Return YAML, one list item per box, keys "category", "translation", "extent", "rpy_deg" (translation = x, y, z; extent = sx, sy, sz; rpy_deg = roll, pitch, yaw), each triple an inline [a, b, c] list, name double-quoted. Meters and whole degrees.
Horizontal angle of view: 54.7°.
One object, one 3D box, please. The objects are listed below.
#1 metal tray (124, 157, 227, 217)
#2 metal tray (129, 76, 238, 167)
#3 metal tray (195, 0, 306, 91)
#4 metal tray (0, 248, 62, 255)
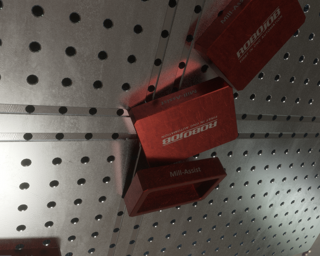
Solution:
- category: "metal tray"
  translation: [0.021, 0.086, 0.452]
  extent: [0.131, 0.030, 0.089]
  rpy_deg: [-6, 146, -26]
- category: "metal tray"
  translation: [0.035, -0.004, 0.412]
  extent: [0.131, 0.030, 0.090]
  rpy_deg: [-21, 127, -5]
- category: "metal tray"
  translation: [0.118, -0.123, 0.398]
  extent: [0.130, 0.030, 0.090]
  rpy_deg: [-48, 129, 6]
- category: "metal tray"
  translation: [-0.211, 0.210, 0.424]
  extent: [0.131, 0.030, 0.089]
  rpy_deg: [12, 112, -34]
